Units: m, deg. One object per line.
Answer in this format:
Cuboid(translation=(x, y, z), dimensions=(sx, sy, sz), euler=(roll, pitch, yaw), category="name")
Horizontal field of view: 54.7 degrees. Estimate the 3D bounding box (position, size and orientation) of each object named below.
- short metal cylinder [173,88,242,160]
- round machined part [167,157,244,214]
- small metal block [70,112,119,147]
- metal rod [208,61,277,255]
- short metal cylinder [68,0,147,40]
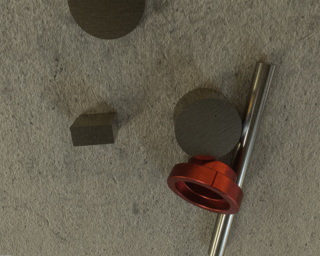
Cuboid(translation=(0.058, -0.006, 0.395), dimensions=(0.081, 0.050, 0.079), euler=(0, 110, 0), category="short metal cylinder")
Cuboid(translation=(0.062, 0.072, 0.409), dimensions=(0.098, 0.098, 0.042), euler=(34, 63, -12), category="round machined part")
Cuboid(translation=(-0.081, 0.000, 0.396), dimensions=(0.050, 0.050, 0.025), euler=(-4, 110, 1), category="small metal block")
Cuboid(translation=(0.109, 0.058, 0.432), dimensions=(0.025, 0.025, 0.298), euler=(8, 110, -3), category="metal rod")
Cuboid(translation=(-0.055, -0.141, 0.344), dimensions=(0.081, 0.050, 0.079), euler=(0, 110, 0), category="short metal cylinder")
